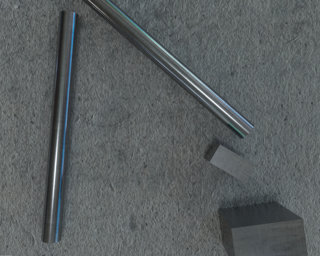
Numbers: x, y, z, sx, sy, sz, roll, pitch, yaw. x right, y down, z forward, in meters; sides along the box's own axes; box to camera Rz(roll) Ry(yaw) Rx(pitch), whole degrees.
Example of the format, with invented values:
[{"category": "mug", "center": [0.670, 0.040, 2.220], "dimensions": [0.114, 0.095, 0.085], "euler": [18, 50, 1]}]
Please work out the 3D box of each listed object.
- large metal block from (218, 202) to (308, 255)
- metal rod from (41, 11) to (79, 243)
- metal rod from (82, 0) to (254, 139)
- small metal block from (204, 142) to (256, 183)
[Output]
[{"category": "large metal block", "center": [0.122, 0.131, 0.384], "dimensions": [0.080, 0.080, 0.050], "euler": [-7, 90, 0]}, {"category": "metal rod", "center": [-0.131, -0.001, 0.408], "dimensions": [0.025, 0.025, 0.298], "euler": [5, 90, 0]}, {"category": "metal rod", "center": [0.003, -0.093, 0.409], "dimensions": [0.300, 0.025, 0.025], "euler": [41, 90, 0]}, {"category": "small metal block", "center": [0.088, 0.043, 0.398], "dimensions": [0.050, 0.050, 0.025], "euler": [30, 90, 0]}]
